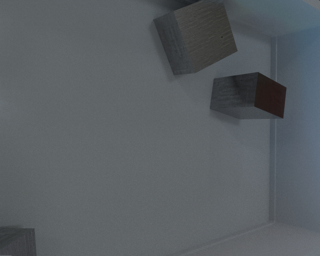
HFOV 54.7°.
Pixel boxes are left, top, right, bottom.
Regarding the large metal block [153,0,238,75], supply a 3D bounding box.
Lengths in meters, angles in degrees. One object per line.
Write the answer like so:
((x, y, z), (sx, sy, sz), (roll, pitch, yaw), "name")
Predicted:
((0.049, -0.126, 0.422), (0.081, 0.050, 0.080), (-30, 110, -25), "large metal block")

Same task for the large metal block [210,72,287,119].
((0.138, -0.047, 0.486), (0.081, 0.080, 0.050), (14, 81, -39), "large metal block")

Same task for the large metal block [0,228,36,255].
((-0.142, 0.133, 0.245), (0.080, 0.050, 0.079), (-13, 99, -80), "large metal block")
